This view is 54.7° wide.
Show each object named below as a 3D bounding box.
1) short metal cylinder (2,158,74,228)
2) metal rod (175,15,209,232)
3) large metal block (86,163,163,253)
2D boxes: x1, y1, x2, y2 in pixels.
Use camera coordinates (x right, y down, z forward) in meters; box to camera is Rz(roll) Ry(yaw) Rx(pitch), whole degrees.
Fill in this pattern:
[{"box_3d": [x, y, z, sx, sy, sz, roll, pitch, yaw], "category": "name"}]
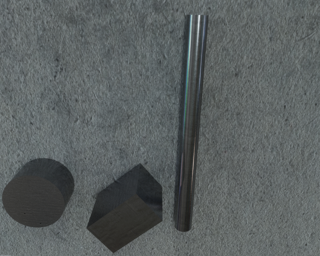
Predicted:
[{"box_3d": [-0.165, 0.088, 0.427, 0.081, 0.050, 0.079, 0, 110, 0], "category": "short metal cylinder"}, {"box_3d": [0.039, 0.008, 0.412, 0.025, 0.025, 0.298, 2, 110, -1], "category": "metal rod"}, {"box_3d": [-0.044, 0.105, 0.419, 0.080, 0.080, 0.050, -37, 106, 12], "category": "large metal block"}]
